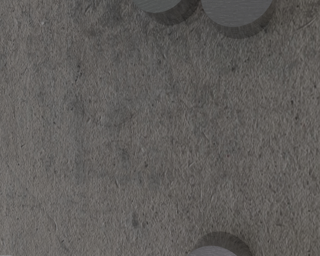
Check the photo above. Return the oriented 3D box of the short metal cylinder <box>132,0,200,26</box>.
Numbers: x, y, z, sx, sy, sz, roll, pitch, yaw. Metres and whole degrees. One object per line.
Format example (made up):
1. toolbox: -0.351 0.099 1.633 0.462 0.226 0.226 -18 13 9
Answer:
1. short metal cylinder: 0.007 -0.178 0.393 0.080 0.050 0.080 0 90 20

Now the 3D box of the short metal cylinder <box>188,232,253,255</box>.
1. short metal cylinder: 0.071 0.172 0.371 0.080 0.050 0.080 0 90 20

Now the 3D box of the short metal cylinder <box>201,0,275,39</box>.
1. short metal cylinder: 0.093 -0.151 0.363 0.080 0.050 0.080 0 90 20
